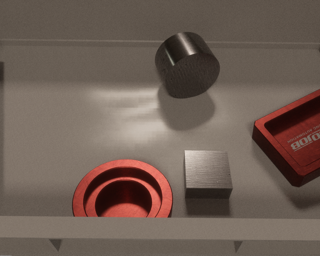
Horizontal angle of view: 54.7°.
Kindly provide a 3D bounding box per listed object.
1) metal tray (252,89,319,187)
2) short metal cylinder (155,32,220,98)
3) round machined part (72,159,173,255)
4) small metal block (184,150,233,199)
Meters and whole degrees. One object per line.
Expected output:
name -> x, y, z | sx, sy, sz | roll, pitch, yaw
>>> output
metal tray -> 0.195, 0.005, 0.386 | 0.131, 0.030, 0.090 | -25, 54, -9
short metal cylinder -> 0.038, -0.089, 0.445 | 0.081, 0.080, 0.050 | -13, 52, -11
round machined part -> -0.037, 0.083, 0.320 | 0.099, 0.042, 0.098 | 1, 45, -1
small metal block -> 0.054, 0.054, 0.361 | 0.050, 0.025, 0.050 | 1, 50, 0
